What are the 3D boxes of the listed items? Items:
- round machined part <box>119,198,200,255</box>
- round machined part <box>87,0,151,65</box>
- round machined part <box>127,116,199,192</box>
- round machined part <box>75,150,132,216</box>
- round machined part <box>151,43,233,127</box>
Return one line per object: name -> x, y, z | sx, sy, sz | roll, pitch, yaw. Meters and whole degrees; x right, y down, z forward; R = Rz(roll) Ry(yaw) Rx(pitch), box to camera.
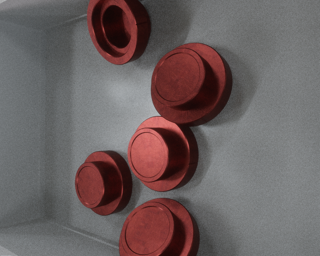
round machined part -> -0.006, 0.127, 0.367 | 0.098, 0.042, 0.098 | -16, 47, 18
round machined part -> -0.051, -0.139, 0.421 | 0.098, 0.042, 0.097 | 23, 128, 34
round machined part -> -0.003, 0.033, 0.397 | 0.098, 0.042, 0.097 | 0, 90, 39
round machined part -> -0.091, 0.084, 0.469 | 0.098, 0.042, 0.097 | 0, 90, 39
round machined part -> 0.029, -0.053, 0.358 | 0.098, 0.042, 0.098 | -7, 76, 31
